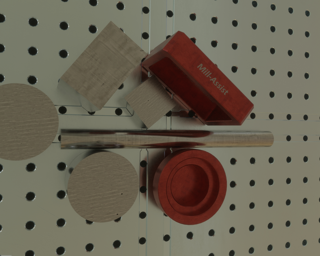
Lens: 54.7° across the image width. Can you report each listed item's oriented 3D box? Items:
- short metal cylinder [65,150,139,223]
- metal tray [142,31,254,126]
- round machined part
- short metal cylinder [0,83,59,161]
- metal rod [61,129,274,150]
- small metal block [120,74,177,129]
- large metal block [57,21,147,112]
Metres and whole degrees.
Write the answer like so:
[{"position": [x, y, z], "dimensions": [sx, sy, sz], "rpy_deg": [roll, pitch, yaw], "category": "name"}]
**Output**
[{"position": [-0.071, 0.066, 0.373], "dimensions": [0.081, 0.050, 0.080], "rpy_deg": [0, 90, -20], "category": "short metal cylinder"}, {"position": [0.045, -0.056, 0.394], "dimensions": [0.130, 0.090, 0.030], "rpy_deg": [42, 77, -15], "category": "metal tray"}, {"position": [0.037, 0.076, 0.417], "dimensions": [0.099, 0.042, 0.097], "rpy_deg": [0, 90, -20], "category": "round machined part"}, {"position": [-0.155, -0.006, 0.341], "dimensions": [0.081, 0.050, 0.080], "rpy_deg": [0, 90, -20], "category": "short metal cylinder"}, {"position": [0.024, 0.015, 0.421], "dimensions": [0.302, 0.025, 0.025], "rpy_deg": [1, 90, -20], "category": "metal rod"}, {"position": [-0.016, -0.034, 0.407], "dimensions": [0.050, 0.025, 0.050], "rpy_deg": [-41, 103, -15], "category": "small metal block"}, {"position": [-0.070, -0.066, 0.357], "dimensions": [0.050, 0.080, 0.080], "rpy_deg": [41, 77, -16], "category": "large metal block"}]
